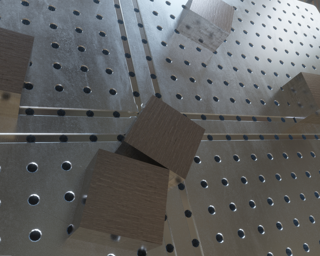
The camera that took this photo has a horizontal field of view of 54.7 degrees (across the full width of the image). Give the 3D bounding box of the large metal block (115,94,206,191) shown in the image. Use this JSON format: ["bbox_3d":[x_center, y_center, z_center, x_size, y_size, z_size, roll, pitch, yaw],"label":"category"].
[{"bbox_3d":[-0.001,0.019,0.381,0.080,0.050,0.080,33,51,-7],"label":"large metal block"}]

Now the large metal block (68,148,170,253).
[{"bbox_3d":[-0.040,0.078,0.324,0.081,0.050,0.080,19,54,-17],"label":"large metal block"}]

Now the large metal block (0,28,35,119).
[{"bbox_3d":[-0.186,-0.063,0.331,0.081,0.050,0.080,11,57,-23],"label":"large metal block"}]

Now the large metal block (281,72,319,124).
[{"bbox_3d":[0.291,-0.055,0.586,0.081,0.050,0.080,2,61,-28],"label":"large metal block"}]

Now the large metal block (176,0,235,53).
[{"bbox_3d":[0.083,-0.196,0.559,0.080,0.050,0.080,26,52,-13],"label":"large metal block"}]
